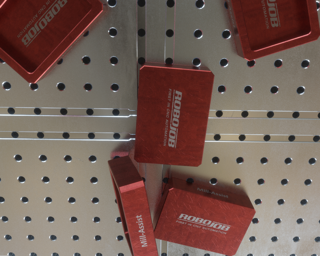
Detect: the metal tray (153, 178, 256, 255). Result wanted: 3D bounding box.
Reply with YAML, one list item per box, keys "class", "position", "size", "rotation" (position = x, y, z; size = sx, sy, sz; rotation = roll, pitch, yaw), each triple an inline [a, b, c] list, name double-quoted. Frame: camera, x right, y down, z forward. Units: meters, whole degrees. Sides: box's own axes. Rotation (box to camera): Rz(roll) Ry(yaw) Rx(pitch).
- class: "metal tray"
  position: [0.063, 0.134, 0.461]
  size: [0.131, 0.030, 0.089]
  rotation: [16, 109, -6]

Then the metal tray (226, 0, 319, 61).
- class: "metal tray"
  position: [0.124, -0.153, 0.355]
  size: [0.090, 0.030, 0.129]
  rotation: [-17, 110, 5]

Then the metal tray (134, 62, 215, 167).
- class: "metal tray"
  position: [0.016, -0.016, 0.405]
  size: [0.091, 0.030, 0.129]
  rotation: [4, 110, -2]

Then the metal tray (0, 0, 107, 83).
- class: "metal tray"
  position: [-0.139, -0.128, 0.361]
  size: [0.130, 0.030, 0.090]
  rotation: [-42, 105, 13]

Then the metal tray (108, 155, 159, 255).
- class: "metal tray"
  position: [-0.036, 0.113, 0.417]
  size: [0.030, 0.090, 0.129]
  rotation: [-14, 111, -14]
